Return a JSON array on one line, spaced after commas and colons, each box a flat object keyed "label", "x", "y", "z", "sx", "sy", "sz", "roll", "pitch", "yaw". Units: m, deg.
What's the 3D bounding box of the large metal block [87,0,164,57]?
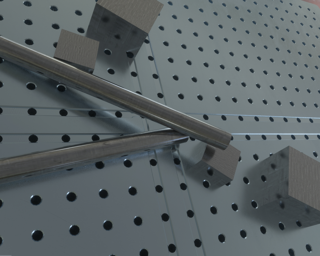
[{"label": "large metal block", "x": -0.050, "y": -0.168, "z": 0.467, "sx": 0.080, "sy": 0.050, "sz": 0.080, "roll": 28, "pitch": 52, "yaw": -11}]

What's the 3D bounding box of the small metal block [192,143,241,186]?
[{"label": "small metal block", "x": 0.078, "y": 0.043, "z": 0.424, "sx": 0.050, "sy": 0.025, "sz": 0.050, "roll": 33, "pitch": 51, "yaw": -7}]

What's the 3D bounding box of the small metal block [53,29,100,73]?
[{"label": "small metal block", "x": -0.111, "y": -0.096, "z": 0.407, "sx": 0.050, "sy": 0.025, "sz": 0.050, "roll": 15, "pitch": 56, "yaw": -20}]

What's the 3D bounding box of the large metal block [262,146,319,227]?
[{"label": "large metal block", "x": 0.199, "y": 0.085, "z": 0.447, "sx": 0.080, "sy": 0.050, "sz": 0.080, "roll": 27, "pitch": 52, "yaw": -11}]

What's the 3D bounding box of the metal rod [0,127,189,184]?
[{"label": "metal rod", "x": -0.094, "y": 0.031, "z": 0.338, "sx": 0.303, "sy": 0.025, "sz": 0.025, "roll": -10, "pitch": 67, "yaw": -33}]

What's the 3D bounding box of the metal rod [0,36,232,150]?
[{"label": "metal rod", "x": -0.052, "y": -0.040, "z": 0.383, "sx": 0.301, "sy": 0.025, "sz": 0.025, "roll": 22, "pitch": 53, "yaw": -7}]
